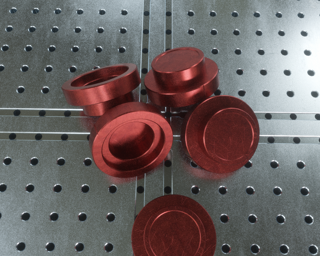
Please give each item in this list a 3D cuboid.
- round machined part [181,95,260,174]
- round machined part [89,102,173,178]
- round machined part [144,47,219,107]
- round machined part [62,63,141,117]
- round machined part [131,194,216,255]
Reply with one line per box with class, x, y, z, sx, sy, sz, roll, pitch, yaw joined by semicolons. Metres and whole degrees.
round machined part;0.078;0.009;0.380;0.099;0.042;0.097;-1;95;-13
round machined part;-0.037;0.010;0.378;0.099;0.098;0.042;-23;39;-8
round machined part;0.026;-0.072;0.404;0.098;0.042;0.098;-10;37;8
round machined part;-0.072;-0.048;0.401;0.099;0.098;0.042;-18;115;-7
round machined part;0.016;0.126;0.357;0.099;0.042;0.098;0;70;-1
